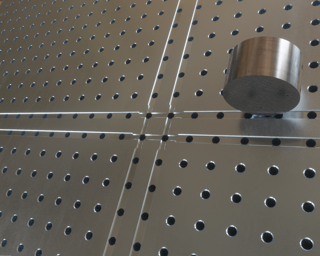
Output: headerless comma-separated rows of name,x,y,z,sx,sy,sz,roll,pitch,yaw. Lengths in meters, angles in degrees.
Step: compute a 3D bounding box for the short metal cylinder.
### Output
short metal cylinder,0.115,-0.055,0.346,0.080,0.080,0.050,2,63,29
